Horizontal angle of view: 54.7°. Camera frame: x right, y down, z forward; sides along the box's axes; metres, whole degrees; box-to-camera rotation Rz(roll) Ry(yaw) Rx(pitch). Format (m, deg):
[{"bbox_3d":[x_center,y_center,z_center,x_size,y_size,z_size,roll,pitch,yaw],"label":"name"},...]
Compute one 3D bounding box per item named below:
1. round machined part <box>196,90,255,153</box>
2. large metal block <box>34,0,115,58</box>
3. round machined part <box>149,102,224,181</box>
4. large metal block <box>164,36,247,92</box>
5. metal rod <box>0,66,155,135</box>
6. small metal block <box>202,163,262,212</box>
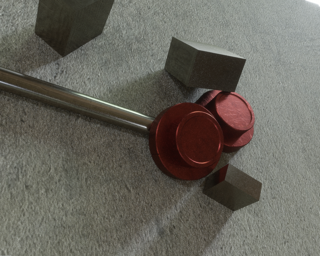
[{"bbox_3d":[0.099,-0.016,0.456,0.099,0.042,0.098,14,56,-21],"label":"round machined part"},{"bbox_3d":[-0.109,-0.151,0.402,0.050,0.080,0.080,41,51,0],"label":"large metal block"},{"bbox_3d":[0.039,0.016,0.384,0.099,0.042,0.097,4,81,-27],"label":"round machined part"},{"bbox_3d":[0.064,-0.094,0.456,0.081,0.050,0.080,3,26,-27],"label":"large metal block"},{"bbox_3d":[-0.144,-0.045,0.353,0.302,0.025,0.025,18,55,-18],"label":"metal rod"},{"bbox_3d":[0.090,0.076,0.390,0.050,0.050,0.025,31,52,-8],"label":"small metal block"}]
